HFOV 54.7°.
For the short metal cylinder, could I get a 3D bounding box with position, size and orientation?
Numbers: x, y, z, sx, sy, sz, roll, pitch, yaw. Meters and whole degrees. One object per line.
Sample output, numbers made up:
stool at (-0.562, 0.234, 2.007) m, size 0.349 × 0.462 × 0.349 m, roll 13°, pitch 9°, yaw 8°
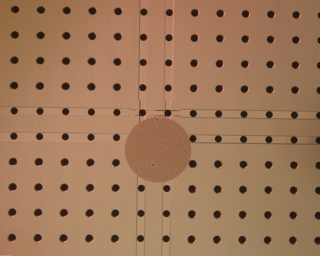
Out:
short metal cylinder at (-0.002, 0.026, 0.401) m, size 0.081 × 0.050 × 0.079 m, roll 0°, pitch 90°, yaw -1°
